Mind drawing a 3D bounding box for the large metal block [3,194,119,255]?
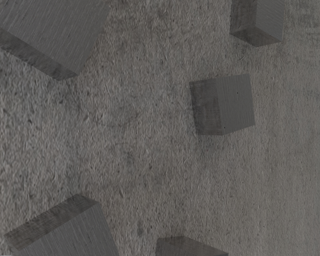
[{"bbox_3d":[-0.094,0.125,0.310,0.081,0.050,0.080,-27,107,-37],"label":"large metal block"}]

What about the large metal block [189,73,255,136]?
[{"bbox_3d":[0.095,-0.036,0.468,0.081,0.050,0.079,-14,99,-39],"label":"large metal block"}]

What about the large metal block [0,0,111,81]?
[{"bbox_3d":[-0.107,-0.103,0.298,0.080,0.050,0.080,32,70,-36],"label":"large metal block"}]

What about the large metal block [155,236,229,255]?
[{"bbox_3d":[0.036,0.193,0.400,0.050,0.080,0.080,12,83,-40],"label":"large metal block"}]

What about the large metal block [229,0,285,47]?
[{"bbox_3d":[0.166,-0.192,0.527,0.081,0.050,0.080,9,84,-40],"label":"large metal block"}]
